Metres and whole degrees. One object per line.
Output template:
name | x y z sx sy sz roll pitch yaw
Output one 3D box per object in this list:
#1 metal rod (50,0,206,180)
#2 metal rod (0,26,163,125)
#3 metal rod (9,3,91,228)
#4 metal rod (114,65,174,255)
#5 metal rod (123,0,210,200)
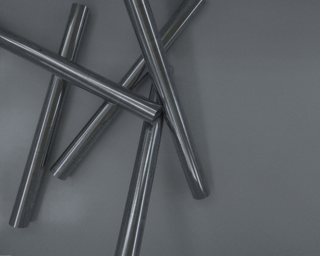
metal rod | -0.042 -0.056 0.410 0.025 0.025 0.300 38 90 0
metal rod | -0.135 -0.082 0.382 0.301 0.025 0.025 27 90 11
metal rod | -0.145 -0.016 0.410 0.025 0.025 0.298 16 90 0
metal rod | -0.019 0.054 0.350 0.025 0.025 0.299 11 65 0
metal rod | 0.008 -0.043 0.360 0.025 0.025 0.298 -20 111 0
